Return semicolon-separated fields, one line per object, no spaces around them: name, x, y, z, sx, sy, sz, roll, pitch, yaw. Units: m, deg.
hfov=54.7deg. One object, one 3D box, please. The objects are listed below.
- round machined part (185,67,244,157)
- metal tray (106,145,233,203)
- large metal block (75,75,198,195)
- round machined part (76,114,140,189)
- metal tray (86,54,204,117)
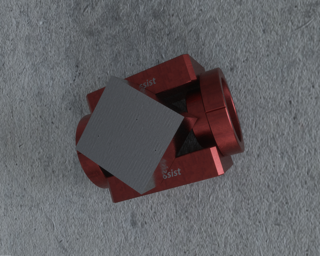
round machined part;0.060;-0.015;0.349;0.042;0.098;0.097;-16;85;19
metal tray;0.015;0.051;0.368;0.130;0.090;0.030;-18;84;18
large metal block;-0.022;0.005;0.306;0.080;0.050;0.080;31;100;17
round machined part;-0.059;0.024;0.391;0.042;0.098;0.097;-16;85;19
metal tray;-0.011;-0.044;0.380;0.130;0.090;0.030;-19;84;18
